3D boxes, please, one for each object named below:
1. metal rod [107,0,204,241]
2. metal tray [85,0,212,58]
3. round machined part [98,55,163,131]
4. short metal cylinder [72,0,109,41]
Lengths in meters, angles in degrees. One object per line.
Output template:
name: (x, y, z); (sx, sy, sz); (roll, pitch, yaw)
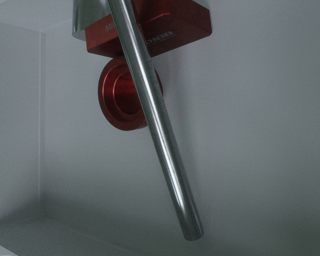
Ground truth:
metal rod: (-0.003, -0.010, 0.337); (0.025, 0.025, 0.298); (-6, 109, 39)
metal tray: (-0.016, -0.117, 0.375); (0.130, 0.091, 0.030); (-10, 83, 39)
round machined part: (-0.035, -0.047, 0.417); (0.098, 0.042, 0.097); (7, 101, 37)
short metal cylinder: (-0.081, -0.152, 0.436); (0.080, 0.081, 0.050); (5, 93, 39)
